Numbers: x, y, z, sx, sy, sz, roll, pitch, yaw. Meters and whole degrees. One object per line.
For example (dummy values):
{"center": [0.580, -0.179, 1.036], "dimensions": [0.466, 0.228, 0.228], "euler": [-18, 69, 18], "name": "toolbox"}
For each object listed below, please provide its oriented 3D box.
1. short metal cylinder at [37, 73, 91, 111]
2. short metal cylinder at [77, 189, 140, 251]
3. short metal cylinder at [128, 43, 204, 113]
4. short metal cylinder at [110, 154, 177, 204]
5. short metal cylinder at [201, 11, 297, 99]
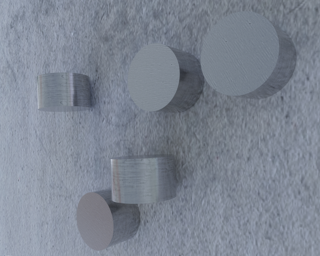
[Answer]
{"center": [-0.152, -0.055, 0.491], "dimensions": [0.080, 0.081, 0.050], "euler": [-5, 87, 39], "name": "short metal cylinder"}
{"center": [-0.076, 0.129, 0.449], "dimensions": [0.080, 0.050, 0.079], "euler": [0, 90, 39], "name": "short metal cylinder"}
{"center": [0.007, -0.059, 0.381], "dimensions": [0.080, 0.050, 0.079], "euler": [0, 90, 39], "name": "short metal cylinder"}
{"center": [-0.021, 0.060, 0.384], "dimensions": [0.080, 0.081, 0.050], "euler": [-5, 87, 39], "name": "short metal cylinder"}
{"center": [0.089, -0.071, 0.314], "dimensions": [0.080, 0.050, 0.079], "euler": [0, 90, 39], "name": "short metal cylinder"}
